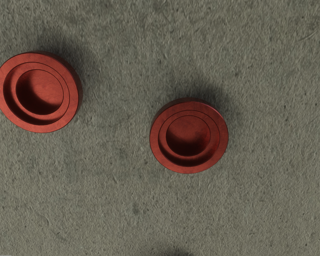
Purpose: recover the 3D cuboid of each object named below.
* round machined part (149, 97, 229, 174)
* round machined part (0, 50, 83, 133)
[{"bbox_3d":[0.036,0.007,0.403,0.099,0.042,0.097,0,110,0],"label":"round machined part"},{"bbox_3d":[-0.144,-0.046,0.382,0.099,0.042,0.097,0,110,0],"label":"round machined part"}]
